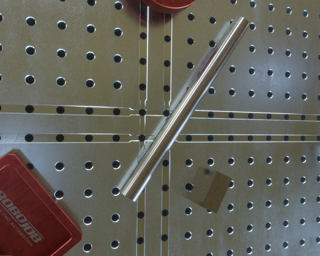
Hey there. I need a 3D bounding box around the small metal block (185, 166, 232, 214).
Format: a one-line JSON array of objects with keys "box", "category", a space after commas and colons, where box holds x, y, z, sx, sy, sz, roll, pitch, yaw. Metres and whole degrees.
[{"box": [0.065, 0.083, 0.425, 0.025, 0.050, 0.050, 29, 80, -18], "category": "small metal block"}]

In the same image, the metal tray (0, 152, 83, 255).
[{"box": [-0.163, 0.103, 0.350, 0.090, 0.030, 0.130, -39, 103, -16], "category": "metal tray"}]

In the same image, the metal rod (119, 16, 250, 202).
[{"box": [0.040, -0.034, 0.428, 0.025, 0.025, 0.300, 37, 78, -17], "category": "metal rod"}]

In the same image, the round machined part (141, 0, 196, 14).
[{"box": [0.006, -0.199, 0.407, 0.099, 0.042, 0.097, 0, 90, -21], "category": "round machined part"}]
